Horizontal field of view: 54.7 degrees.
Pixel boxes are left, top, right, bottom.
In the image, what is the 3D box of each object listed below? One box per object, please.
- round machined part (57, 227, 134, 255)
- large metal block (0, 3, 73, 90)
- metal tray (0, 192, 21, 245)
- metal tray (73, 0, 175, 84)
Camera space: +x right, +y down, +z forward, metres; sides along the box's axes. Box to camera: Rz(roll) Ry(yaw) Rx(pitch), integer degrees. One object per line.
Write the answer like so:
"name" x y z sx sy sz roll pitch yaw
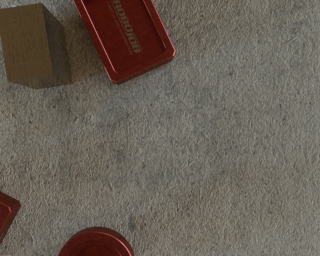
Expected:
"round machined part" -0.081 0.176 0.401 0.099 0.042 0.097 0 90 -1
"large metal block" -0.149 -0.095 0.380 0.050 0.080 0.080 -9 90 0
"metal tray" -0.256 0.137 0.404 0.090 0.030 0.130 28 90 -1
"metal tray" -0.047 -0.133 0.406 0.090 0.030 0.129 -25 90 -1
